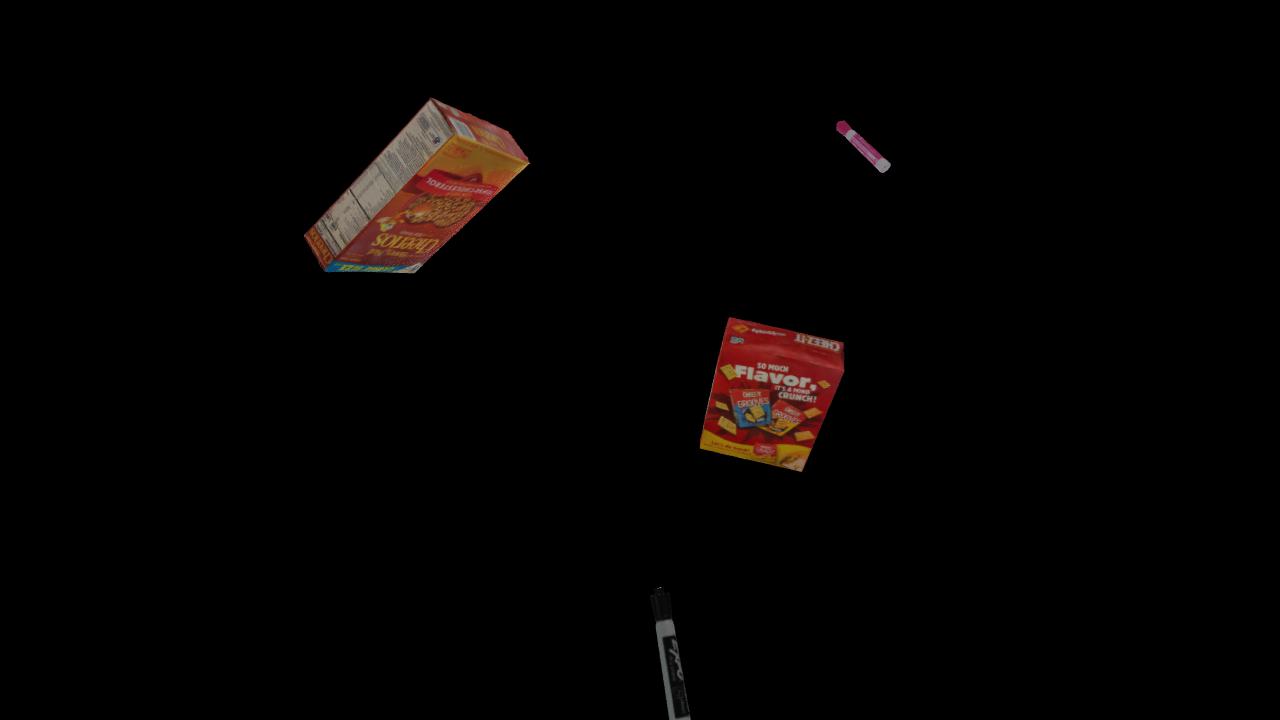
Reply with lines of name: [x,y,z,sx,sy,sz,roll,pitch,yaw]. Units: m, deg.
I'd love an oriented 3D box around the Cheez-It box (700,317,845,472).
Cheez-It box: [0.187,0.056,0.906,0.166,0.223,0.071,12,42,8]

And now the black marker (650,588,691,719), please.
black marker: [0.027,0.266,0.546,0.020,0.121,0.020,-8,-25,-4]

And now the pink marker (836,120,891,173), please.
pink marker: [0.359,-0.348,0.997,0.020,0.121,0.020,-25,-27,-14]

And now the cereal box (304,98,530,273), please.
cereal box: [-0.343,-0.252,0.963,0.306,0.081,0.203,-37,-6,19]
